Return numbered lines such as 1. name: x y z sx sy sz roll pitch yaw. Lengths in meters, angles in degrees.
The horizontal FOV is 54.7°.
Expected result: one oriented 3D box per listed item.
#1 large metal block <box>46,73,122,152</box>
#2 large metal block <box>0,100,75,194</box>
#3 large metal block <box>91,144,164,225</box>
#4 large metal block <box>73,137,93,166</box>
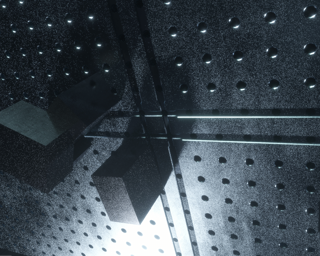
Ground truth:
1. large metal block: -0.111 -0.019 0.420 0.050 0.080 0.080 47 129 -5
2. large metal block: -0.157 0.023 0.386 0.080 0.050 0.079 23 127 13
3. large metal block: -0.043 0.078 0.445 0.050 0.080 0.080 -2 117 29
4. large metal block: -0.159 0.025 0.477 0.080 0.050 0.080 45 148 -3
